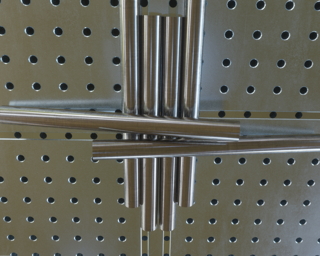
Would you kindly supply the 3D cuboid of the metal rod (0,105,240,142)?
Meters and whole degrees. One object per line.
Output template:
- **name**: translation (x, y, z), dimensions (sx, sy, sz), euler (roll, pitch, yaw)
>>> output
- **metal rod**: translation (-0.056, -0.007, 0.386), dimensions (0.301, 0.025, 0.025), euler (4, 110, 8)

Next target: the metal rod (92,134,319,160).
- **metal rod**: translation (0.068, 0.024, 0.400), dimensions (0.302, 0.025, 0.025), euler (-1, 110, -9)

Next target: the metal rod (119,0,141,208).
- **metal rod**: translation (-0.037, -0.030, 0.401), dimensions (0.025, 0.025, 0.298), euler (1, 110, 0)

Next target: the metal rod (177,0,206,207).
- **metal rod**: translation (0.039, -0.031, 0.401), dimensions (0.025, 0.025, 0.298), euler (1, 110, 0)

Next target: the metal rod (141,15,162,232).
- **metal rod**: translation (-0.013, 0.008, 0.415), dimensions (0.025, 0.025, 0.298), euler (1, 110, -1)

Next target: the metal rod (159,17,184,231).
- **metal rod**: translation (0.013, 0.008, 0.417), dimensions (0.025, 0.025, 0.298), euler (1, 110, 0)
